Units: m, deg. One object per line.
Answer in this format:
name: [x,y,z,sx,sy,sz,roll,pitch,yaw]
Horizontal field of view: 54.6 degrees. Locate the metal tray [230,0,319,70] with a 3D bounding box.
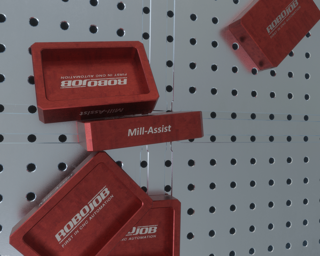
metal tray: [0.179,-0.164,0.475,0.130,0.030,0.090,-46,104,-14]

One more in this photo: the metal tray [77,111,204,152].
metal tray: [-0.026,0.001,0.367,0.131,0.090,0.030,-6,95,-20]

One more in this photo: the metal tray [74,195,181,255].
metal tray: [-0.040,0.136,0.395,0.131,0.030,0.090,1,90,-20]

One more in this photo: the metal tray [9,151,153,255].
metal tray: [-0.084,0.099,0.346,0.130,0.030,0.090,-45,104,-14]

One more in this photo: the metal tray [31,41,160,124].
metal tray: [-0.075,-0.057,0.360,0.131,0.030,0.090,-7,63,-20]
